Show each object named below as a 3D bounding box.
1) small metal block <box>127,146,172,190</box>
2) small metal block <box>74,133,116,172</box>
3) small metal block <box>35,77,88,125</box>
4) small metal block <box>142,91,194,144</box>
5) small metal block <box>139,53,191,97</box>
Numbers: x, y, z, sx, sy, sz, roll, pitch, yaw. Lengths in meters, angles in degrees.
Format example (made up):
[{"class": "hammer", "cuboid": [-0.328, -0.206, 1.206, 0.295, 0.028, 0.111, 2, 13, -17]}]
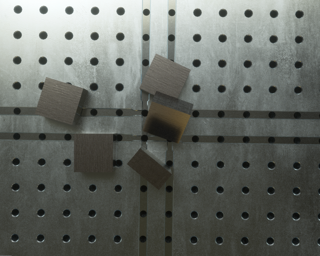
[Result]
[{"class": "small metal block", "cuboid": [-0.013, 0.050, 0.401, 0.050, 0.050, 0.025, 39, 90, 0]}, {"class": "small metal block", "cuboid": [-0.086, 0.032, 0.413, 0.050, 0.025, 0.050, 0, 90, 0]}, {"class": "small metal block", "cuboid": [-0.130, -0.035, 0.413, 0.050, 0.025, 0.050, 17, 90, 0]}, {"class": "small metal block", "cuboid": [0.010, -0.013, 0.400, 0.050, 0.025, 0.050, 20, 130, 0]}, {"class": "small metal block", "cuboid": [0.007, -0.064, 0.413, 0.050, 0.025, 0.050, 25, 90, 0]}]
